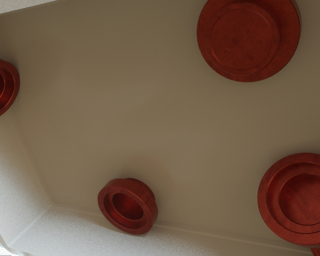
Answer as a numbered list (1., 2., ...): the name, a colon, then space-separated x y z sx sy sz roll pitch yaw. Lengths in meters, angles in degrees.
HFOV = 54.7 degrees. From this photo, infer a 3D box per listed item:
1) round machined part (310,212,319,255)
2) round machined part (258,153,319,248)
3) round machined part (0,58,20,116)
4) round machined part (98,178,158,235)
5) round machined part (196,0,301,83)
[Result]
1. round machined part: 0.212 0.130 0.350 0.098 0.042 0.097 27 134 32
2. round machined part: 0.162 0.079 0.338 0.098 0.098 0.042 -18 144 35
3. round machined part: -0.263 -0.062 0.462 0.042 0.098 0.097 26 128 12
4. round machined part: -0.047 0.119 0.496 0.098 0.042 0.097 13 124 21
5. round machined part: 0.082 -0.089 0.299 0.098 0.042 0.097 13 124 21
